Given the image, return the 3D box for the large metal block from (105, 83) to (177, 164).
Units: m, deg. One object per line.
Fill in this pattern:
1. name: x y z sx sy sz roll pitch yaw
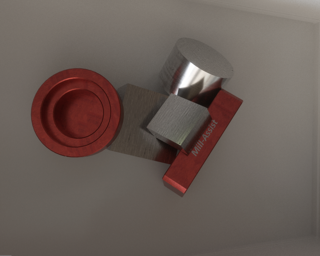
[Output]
1. large metal block: -0.019 -0.003 0.390 0.081 0.050 0.080 16 85 -20

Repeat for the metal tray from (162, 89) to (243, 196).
1. metal tray: 0.052 0.023 0.393 0.030 0.090 0.130 32 78 10

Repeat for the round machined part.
1. round machined part: -0.090 -0.015 0.355 0.099 0.042 0.097 0 85 2

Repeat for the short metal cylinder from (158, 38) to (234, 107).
1. short metal cylinder: 0.045 -0.069 0.391 0.081 0.080 0.050 17 129 -20

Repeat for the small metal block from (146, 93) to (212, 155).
1. small metal block: 0.022 -0.005 0.350 0.050 0.050 0.025 -54 145 -12
